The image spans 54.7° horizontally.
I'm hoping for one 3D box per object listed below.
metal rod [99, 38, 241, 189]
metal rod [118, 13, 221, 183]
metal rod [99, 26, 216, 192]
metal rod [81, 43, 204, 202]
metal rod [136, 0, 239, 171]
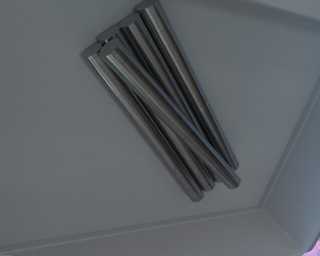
[{"bbox_3d":[0.033,0.004,0.394,0.025,0.025,0.300,-44,129,2],"label":"metal rod"},{"bbox_3d":[0.034,-0.016,0.415,0.025,0.025,0.300,-37,129,-3],"label":"metal rod"},{"bbox_3d":[0.013,-0.002,0.413,0.025,0.025,0.300,-37,129,-3],"label":"metal rod"},{"bbox_3d":[-0.005,0.015,0.414,0.025,0.025,0.300,-37,129,-3],"label":"metal rod"},{"bbox_3d":[0.052,-0.033,0.415,0.025,0.025,0.300,-37,129,-3],"label":"metal rod"}]
